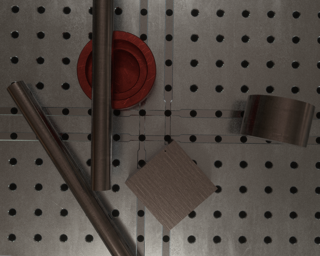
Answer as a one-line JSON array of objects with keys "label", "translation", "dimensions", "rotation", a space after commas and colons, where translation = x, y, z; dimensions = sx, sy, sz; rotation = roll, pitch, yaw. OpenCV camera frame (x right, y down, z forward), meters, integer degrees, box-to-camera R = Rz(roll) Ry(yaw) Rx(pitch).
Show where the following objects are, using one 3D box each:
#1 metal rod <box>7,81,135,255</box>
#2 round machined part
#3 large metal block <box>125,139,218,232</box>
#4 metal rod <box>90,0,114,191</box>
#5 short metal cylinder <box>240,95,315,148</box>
[{"label": "metal rod", "translation": [-0.111, 0.070, 0.411], "dimensions": [0.025, 0.025, 0.299], "rotation": [-32, 90, 0]}, {"label": "round machined part", "translation": [-0.054, -0.072, 0.404], "dimensions": [0.099, 0.042, 0.097], "rotation": [0, 90, -1]}, {"label": "large metal block", "translation": [0.014, 0.070, 0.401], "dimensions": [0.080, 0.050, 0.080], "rotation": [-41, 91, 0]}, {"label": "metal rod", "translation": [-0.069, -0.076, 0.370], "dimensions": [0.025, 0.025, 0.298], "rotation": [1, 90, -1]}, {"label": "short metal cylinder", "translation": [0.145, -0.008, 0.388], "dimensions": [0.080, 0.080, 0.050], "rotation": [12, 90, -1]}]
